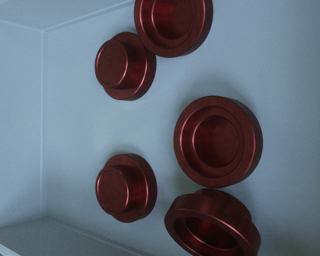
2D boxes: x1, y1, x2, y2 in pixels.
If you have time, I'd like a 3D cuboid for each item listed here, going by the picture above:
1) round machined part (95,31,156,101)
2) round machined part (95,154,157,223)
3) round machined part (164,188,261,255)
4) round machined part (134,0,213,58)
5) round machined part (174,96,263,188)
[{"bbox_3d":[-0.056,-0.089,0.442,0.098,0.042,0.097,0,90,40],"label":"round machined part"},{"bbox_3d":[-0.054,0.086,0.441,0.098,0.042,0.097,0,90,40],"label":"round machined part"},{"bbox_3d":[0.058,0.102,0.328,0.098,0.042,0.097,20,138,19],"label":"round machined part"},{"bbox_3d":[0.020,-0.135,0.369,0.098,0.042,0.097,13,113,33],"label":"round machined part"},{"bbox_3d":[0.066,0.014,0.341,0.098,0.042,0.097,0,90,40],"label":"round machined part"}]
